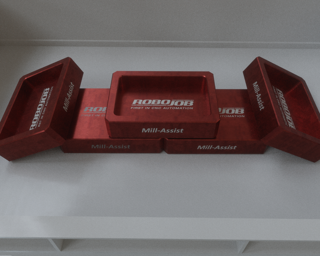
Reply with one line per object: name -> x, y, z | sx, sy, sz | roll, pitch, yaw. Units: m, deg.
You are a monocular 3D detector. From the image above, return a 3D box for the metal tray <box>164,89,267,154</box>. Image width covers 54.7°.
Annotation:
metal tray -> 0.070, -0.011, 0.410 | 0.131, 0.030, 0.090 | 0, 50, 0

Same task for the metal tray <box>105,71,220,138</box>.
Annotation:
metal tray -> 0.003, -0.031, 0.387 | 0.131, 0.030, 0.090 | 0, 49, 0

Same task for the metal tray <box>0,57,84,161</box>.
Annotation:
metal tray -> -0.154, -0.027, 0.399 | 0.090, 0.030, 0.130 | -16, 47, 19

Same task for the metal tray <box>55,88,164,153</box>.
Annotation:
metal tray -> -0.061, -0.011, 0.410 | 0.131, 0.030, 0.090 | 0, 50, 0

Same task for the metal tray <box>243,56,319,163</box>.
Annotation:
metal tray -> 0.161, -0.027, 0.398 | 0.091, 0.030, 0.130 | 19, 46, -21
